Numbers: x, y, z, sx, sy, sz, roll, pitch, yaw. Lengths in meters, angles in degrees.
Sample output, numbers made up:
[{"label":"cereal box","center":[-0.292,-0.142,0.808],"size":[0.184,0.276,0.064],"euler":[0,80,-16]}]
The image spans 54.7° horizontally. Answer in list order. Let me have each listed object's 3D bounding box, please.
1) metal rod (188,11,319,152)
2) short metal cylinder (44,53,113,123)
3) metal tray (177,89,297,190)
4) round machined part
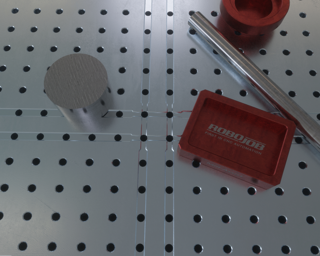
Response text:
[{"label":"metal rod","center":[0.147,-0.059,0.434],"size":[0.025,0.025,0.300],"euler":[-38,74,-13]},{"label":"short metal cylinder","center":[-0.107,-0.052,0.417],"size":[0.081,0.050,0.080],"euler":[0,70,0]},{"label":"metal tray","center":[0.099,0.014,0.404],"size":[0.131,0.030,0.090],"euler":[21,71,7]},{"label":"round machined part","center":[0.140,-0.181,0.470],"size":[0.099,0.042,0.098],"euler":[0,70,0]}]
